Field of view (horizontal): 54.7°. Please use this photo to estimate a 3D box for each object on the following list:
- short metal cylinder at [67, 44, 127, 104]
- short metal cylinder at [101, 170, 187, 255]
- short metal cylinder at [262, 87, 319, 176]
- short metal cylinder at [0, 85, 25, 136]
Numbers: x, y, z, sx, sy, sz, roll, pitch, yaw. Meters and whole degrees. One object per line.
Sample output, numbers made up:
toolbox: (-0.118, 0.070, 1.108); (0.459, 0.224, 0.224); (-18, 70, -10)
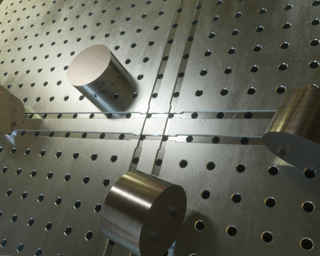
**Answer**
short metal cylinder: (-0.100, -0.086, 0.495); (0.080, 0.050, 0.080); (-13, 56, 20)
short metal cylinder: (-0.015, 0.090, 0.325); (0.050, 0.080, 0.080); (16, 70, 34)
short metal cylinder: (0.146, 0.005, 0.293); (0.080, 0.080, 0.050); (23, 74, 36)
short metal cylinder: (-0.286, -0.032, 0.540); (0.050, 0.080, 0.080); (32, 80, 38)
